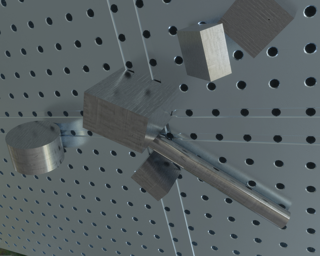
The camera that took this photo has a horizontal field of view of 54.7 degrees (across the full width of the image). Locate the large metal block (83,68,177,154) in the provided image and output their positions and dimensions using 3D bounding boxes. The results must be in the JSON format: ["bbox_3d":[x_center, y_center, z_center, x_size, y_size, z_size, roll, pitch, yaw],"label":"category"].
[{"bbox_3d":[-0.036,-0.024,0.378,0.080,0.080,0.050,23,127,14],"label":"large metal block"}]

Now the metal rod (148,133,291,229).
[{"bbox_3d":[0.033,0.042,0.418,0.301,0.025,0.025,31,128,7],"label":"metal rod"}]

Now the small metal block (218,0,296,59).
[{"bbox_3d":[0.092,-0.105,0.298,0.050,0.025,0.050,42,129,-1],"label":"small metal block"}]

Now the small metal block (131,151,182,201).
[{"bbox_3d":[-0.004,0.065,0.436,0.050,0.050,0.025,42,129,-1],"label":"small metal block"}]

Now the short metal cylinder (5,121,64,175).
[{"bbox_3d":[-0.198,0.030,0.496,0.080,0.080,0.050,15,124,19],"label":"short metal cylinder"}]

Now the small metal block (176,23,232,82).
[{"bbox_3d":[0.045,-0.079,0.320,0.050,0.025,0.050,36,146,61],"label":"small metal block"}]
